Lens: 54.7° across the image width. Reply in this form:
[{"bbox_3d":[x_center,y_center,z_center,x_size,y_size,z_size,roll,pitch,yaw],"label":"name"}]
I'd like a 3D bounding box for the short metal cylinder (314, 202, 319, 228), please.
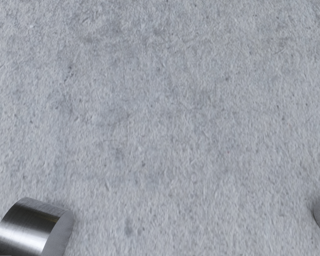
[{"bbox_3d":[0.222,0.105,0.343,0.050,0.080,0.080,-30,73,-10],"label":"short metal cylinder"}]

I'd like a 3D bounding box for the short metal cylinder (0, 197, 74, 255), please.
[{"bbox_3d":[-0.135,0.121,0.333,0.050,0.080,0.080,16,71,5],"label":"short metal cylinder"}]
